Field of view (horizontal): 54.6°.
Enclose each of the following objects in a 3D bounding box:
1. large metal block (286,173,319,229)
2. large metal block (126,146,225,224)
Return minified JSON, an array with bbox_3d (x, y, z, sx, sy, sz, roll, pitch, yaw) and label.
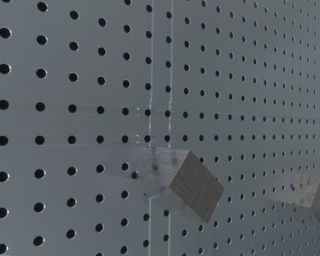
[{"bbox_3d":[0.322,0.154,0.661,0.080,0.050,0.080,51,60,-28],"label":"large metal block"},{"bbox_3d":[0.020,0.069,0.389,0.080,0.080,0.050,48,62,-30],"label":"large metal block"}]
